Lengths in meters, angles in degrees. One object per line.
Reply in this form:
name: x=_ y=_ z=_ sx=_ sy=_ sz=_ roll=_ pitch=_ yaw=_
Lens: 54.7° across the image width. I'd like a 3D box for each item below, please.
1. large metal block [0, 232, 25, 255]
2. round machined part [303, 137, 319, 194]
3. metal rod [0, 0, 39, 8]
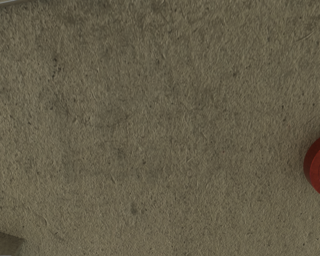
large metal block: x=-0.264 y=0.203 z=0.468 sx=0.080 sy=0.050 sz=0.079 roll=20 pitch=109 yaw=-8
round machined part: x=0.244 y=0.045 z=0.421 sx=0.099 sy=0.042 sz=0.097 roll=0 pitch=110 yaw=-1
metal rod: x=-0.227 y=-0.142 z=0.354 sx=0.302 sy=0.025 sz=0.025 roll=-10 pitch=110 yaw=3
